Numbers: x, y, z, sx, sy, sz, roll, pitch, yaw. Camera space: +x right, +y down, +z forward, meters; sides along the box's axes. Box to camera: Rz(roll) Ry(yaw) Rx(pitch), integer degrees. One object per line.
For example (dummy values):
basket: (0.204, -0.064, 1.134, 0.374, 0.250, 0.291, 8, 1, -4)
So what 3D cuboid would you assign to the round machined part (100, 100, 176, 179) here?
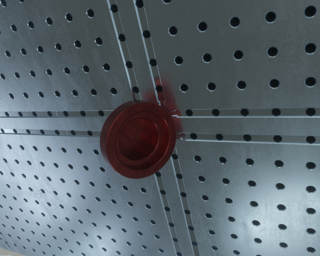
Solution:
round machined part: (-0.031, 0.012, 0.398, 0.042, 0.099, 0.097, 22, 134, 55)
